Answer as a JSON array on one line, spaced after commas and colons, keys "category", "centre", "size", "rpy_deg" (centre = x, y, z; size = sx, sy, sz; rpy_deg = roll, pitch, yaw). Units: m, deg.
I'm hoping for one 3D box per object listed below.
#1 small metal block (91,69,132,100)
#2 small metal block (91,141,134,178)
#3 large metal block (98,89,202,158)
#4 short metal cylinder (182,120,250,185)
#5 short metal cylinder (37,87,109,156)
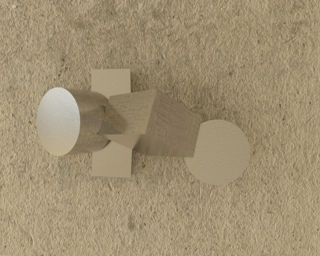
[{"category": "small metal block", "centre": [-0.063, -0.051, 0.410], "size": [0.050, 0.025, 0.050], "rpy_deg": [-1, 90, -1]}, {"category": "small metal block", "centre": [-0.062, 0.038, 0.410], "size": [0.050, 0.025, 0.050], "rpy_deg": [3, 90, -1]}, {"category": "large metal block", "centre": [-0.011, -0.002, 0.365], "size": [0.080, 0.080, 0.050], "rpy_deg": [29, 68, -42]}, {"category": "short metal cylinder", "centre": [0.069, 0.029, 0.400], "size": [0.081, 0.050, 0.079], "rpy_deg": [0, 90, -1]}, {"category": "short metal cylinder", "centre": [-0.105, -0.008, 0.379], "size": [0.080, 0.050, 0.079], "rpy_deg": [1, 91, 35]}]
